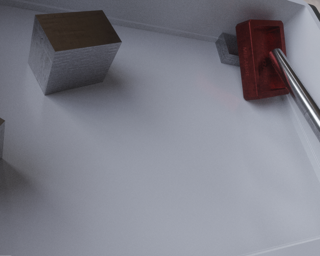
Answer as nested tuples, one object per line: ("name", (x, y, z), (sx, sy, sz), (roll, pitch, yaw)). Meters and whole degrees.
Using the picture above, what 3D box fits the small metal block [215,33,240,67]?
("small metal block", (0.134, -0.142, 0.567), (0.050, 0.025, 0.050), (6, 59, -26))

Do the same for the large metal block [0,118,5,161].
("large metal block", (-0.187, 0.009, 0.265), (0.080, 0.080, 0.050), (33, 51, -8))

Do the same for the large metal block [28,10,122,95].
("large metal block", (-0.104, -0.090, 0.370), (0.081, 0.080, 0.050), (-21, 73, -36))

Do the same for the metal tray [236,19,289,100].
("metal tray", (0.180, -0.118, 0.536), (0.091, 0.030, 0.129), (-11, 96, -33))

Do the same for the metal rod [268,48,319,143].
("metal rod", (0.227, -0.014, 0.450), (0.025, 0.025, 0.300), (8, 48, -24))
